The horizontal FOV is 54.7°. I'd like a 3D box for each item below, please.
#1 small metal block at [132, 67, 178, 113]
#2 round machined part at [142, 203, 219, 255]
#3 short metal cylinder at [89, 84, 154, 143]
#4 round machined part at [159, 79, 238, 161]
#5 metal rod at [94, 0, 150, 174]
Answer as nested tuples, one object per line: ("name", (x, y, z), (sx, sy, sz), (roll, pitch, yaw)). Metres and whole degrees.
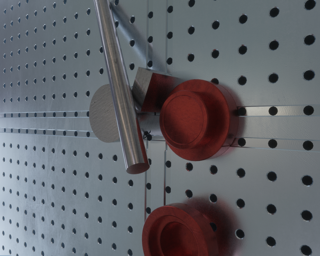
("small metal block", (-0.009, -0.048, 0.401), (0.025, 0.050, 0.050), (29, 108, 36))
("round machined part", (0.028, 0.140, 0.375), (0.098, 0.042, 0.097), (0, 90, 40))
("short metal cylinder", (-0.055, -0.020, 0.438), (0.080, 0.050, 0.079), (0, 90, 39))
("round machined part", (0.038, -0.009, 0.367), (0.098, 0.042, 0.097), (0, 90, 40))
("metal rod", (-0.057, -0.078, 0.406), (0.025, 0.025, 0.299), (-40, 50, 33))
